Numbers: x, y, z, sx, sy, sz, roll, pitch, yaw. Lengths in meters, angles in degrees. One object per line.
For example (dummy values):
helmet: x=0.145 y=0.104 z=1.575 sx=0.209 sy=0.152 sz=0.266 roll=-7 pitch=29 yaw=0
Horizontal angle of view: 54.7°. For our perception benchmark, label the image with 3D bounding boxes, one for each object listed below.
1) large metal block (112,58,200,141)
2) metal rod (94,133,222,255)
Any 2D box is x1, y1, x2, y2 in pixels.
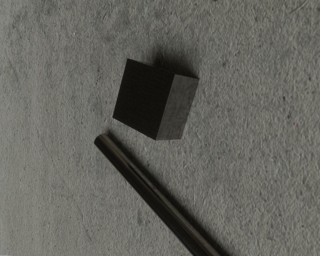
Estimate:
large metal block: x=-0.007 y=-0.037 z=0.395 sx=0.080 sy=0.050 sz=0.079 roll=26 pitch=107 yaw=37
metal rod: x=0.004 y=0.103 z=0.401 sx=0.300 sy=0.025 sz=0.025 roll=42 pitch=115 yaw=32
